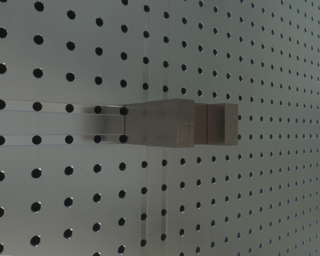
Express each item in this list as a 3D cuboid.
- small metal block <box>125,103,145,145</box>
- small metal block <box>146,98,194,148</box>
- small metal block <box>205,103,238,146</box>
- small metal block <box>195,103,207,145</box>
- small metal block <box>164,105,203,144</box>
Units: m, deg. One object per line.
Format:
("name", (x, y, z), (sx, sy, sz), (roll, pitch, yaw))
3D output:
("small metal block", (-0.018, -0.005, 0.379), (0.025, 0.050, 0.050), (1, 90, -40))
("small metal block", (0.010, -0.005, 0.337), (0.025, 0.050, 0.050), (1, 89, -40))
("small metal block", (0.069, -0.004, 0.386), (0.025, 0.050, 0.050), (1, 89, -40))
("small metal block", (0.030, -0.005, 0.372), (0.050, 0.025, 0.050), (1, 90, -40))
("small metal block", (0.032, -0.004, 0.421), (0.025, 0.050, 0.050), (-1, 91, -40))
